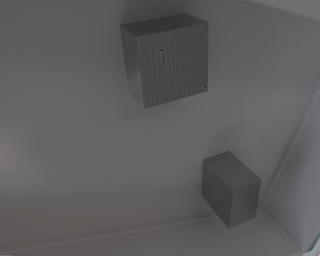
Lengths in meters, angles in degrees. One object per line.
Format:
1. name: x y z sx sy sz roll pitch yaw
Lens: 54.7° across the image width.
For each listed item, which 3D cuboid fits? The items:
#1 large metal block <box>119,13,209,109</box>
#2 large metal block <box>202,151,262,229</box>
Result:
1. large metal block: 0.006 -0.077 0.348 0.081 0.050 0.079 -18 126 -18
2. large metal block: 0.110 0.096 0.492 0.050 0.080 0.079 -16 125 -19
